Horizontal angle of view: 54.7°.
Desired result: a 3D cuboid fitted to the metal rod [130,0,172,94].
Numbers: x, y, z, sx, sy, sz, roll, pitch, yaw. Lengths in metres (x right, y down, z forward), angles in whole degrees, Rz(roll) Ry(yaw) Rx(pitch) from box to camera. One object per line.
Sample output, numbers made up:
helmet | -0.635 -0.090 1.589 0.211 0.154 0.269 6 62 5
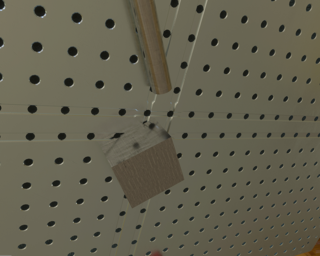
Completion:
metal rod | -0.027 -0.165 0.294 0.025 0.025 0.298 -24 127 -14

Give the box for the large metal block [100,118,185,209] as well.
large metal block | -0.022 0.047 0.412 0.080 0.050 0.080 -27 128 -12
